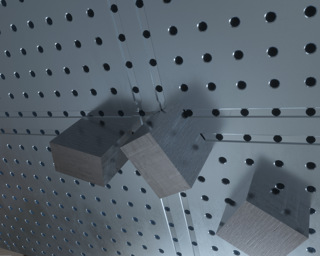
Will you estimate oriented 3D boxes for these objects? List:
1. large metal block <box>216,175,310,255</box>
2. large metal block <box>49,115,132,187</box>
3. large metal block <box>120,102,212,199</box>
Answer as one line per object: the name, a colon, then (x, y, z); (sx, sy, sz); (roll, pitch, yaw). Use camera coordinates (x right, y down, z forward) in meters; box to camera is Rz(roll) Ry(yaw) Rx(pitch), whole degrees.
large metal block: (0.132, 0.121, 0.400); (0.080, 0.050, 0.079); (31, 128, 8)
large metal block: (-0.094, 0.029, 0.441); (0.080, 0.080, 0.050); (14, 124, 20)
large metal block: (0.011, 0.026, 0.385); (0.050, 0.080, 0.080); (-28, 103, 37)
